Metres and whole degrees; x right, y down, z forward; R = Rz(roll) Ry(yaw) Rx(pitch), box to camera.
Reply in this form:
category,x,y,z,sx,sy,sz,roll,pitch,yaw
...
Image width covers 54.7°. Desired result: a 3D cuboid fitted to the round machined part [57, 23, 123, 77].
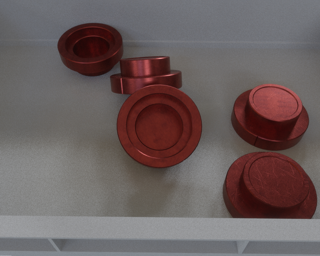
category,x,y,z,sx,sy,sz,roll,pitch,yaw
round machined part,-0.107,-0.120,0.492,0.099,0.042,0.098,1,53,0

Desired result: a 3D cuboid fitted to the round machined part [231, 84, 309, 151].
category,x,y,z,sx,sy,sz,roll,pitch,yaw
round machined part,0.148,-0.021,0.413,0.099,0.042,0.098,0,50,0

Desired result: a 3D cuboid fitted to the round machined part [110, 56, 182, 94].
category,x,y,z,sx,sy,sz,roll,pitch,yaw
round machined part,-0.020,-0.076,0.427,0.099,0.042,0.098,-3,16,1

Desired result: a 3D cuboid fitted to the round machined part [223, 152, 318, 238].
category,x,y,z,sx,sy,sz,roll,pitch,yaw
round machined part,0.122,0.065,0.340,0.099,0.042,0.098,0,50,0

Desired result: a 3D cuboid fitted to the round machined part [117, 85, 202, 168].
category,x,y,z,sx,sy,sz,roll,pitch,yaw
round machined part,-0.001,0.000,0.376,0.099,0.042,0.098,1,80,-4
